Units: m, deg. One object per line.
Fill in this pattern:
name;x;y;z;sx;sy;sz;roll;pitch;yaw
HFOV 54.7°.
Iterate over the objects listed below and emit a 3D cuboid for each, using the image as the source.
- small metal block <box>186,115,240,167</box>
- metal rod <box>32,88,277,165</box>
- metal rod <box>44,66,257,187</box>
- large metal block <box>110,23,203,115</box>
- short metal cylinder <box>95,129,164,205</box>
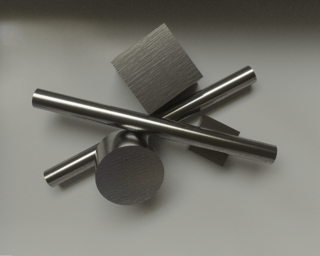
small metal block;0.069;0.016;0.409;0.050;0.025;0.050;27;90;-1
metal rod;-0.006;-0.002;0.385;0.302;0.025;0.025;14;90;-1
metal rod;-0.012;-0.002;0.409;0.301;0.025;0.025;-27;90;-1
large metal block;-0.004;-0.071;0.397;0.080;0.050;0.080;-36;90;0
short metal cylinder;-0.039;0.047;0.383;0.081;0.050;0.079;-5;112;-11
